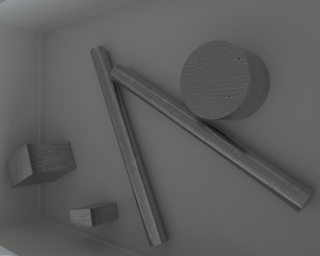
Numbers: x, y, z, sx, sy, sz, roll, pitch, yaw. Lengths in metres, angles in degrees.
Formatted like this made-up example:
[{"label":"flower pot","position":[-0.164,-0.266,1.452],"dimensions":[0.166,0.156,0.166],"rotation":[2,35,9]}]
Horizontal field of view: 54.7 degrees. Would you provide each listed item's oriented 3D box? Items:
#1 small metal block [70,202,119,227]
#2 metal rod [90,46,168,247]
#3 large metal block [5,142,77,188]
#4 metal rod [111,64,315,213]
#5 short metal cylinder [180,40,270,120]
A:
[{"label":"small metal block","position":[-0.100,0.131,0.470],"dimensions":[0.050,0.050,0.025],"rotation":[-15,81,39]},{"label":"metal rod","position":[-0.049,0.015,0.444],"dimensions":[0.025,0.025,0.299],"rotation":[-30,71,35]},{"label":"large metal block","position":[-0.207,0.063,0.538],"dimensions":[0.080,0.081,0.050],"rotation":[-29,72,36]},{"label":"metal rod","position":[0.038,-0.006,0.373],"dimensions":[0.300,0.025,0.025],"rotation":[37,113,33]},{"label":"short metal cylinder","position":[0.069,-0.048,0.332],"dimensions":[0.080,0.050,0.079],"rotation":[0,90,39]}]
